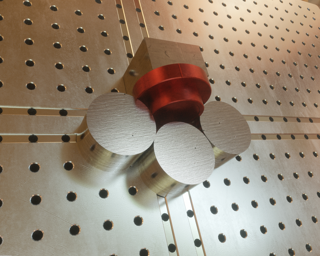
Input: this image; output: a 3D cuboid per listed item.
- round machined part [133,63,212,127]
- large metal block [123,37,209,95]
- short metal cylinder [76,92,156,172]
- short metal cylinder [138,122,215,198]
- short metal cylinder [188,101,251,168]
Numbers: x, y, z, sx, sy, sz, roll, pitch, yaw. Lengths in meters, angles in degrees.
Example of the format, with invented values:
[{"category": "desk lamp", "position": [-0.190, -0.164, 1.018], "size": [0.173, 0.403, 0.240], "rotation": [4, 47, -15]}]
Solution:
[{"category": "round machined part", "position": [0.017, -0.034, 0.389], "size": [0.099, 0.097, 0.042], "rotation": [2, 61, -28]}, {"category": "large metal block", "position": [0.005, -0.071, 0.418], "size": [0.081, 0.080, 0.050], "rotation": [1, 62, -28]}, {"category": "short metal cylinder", "position": [-0.051, 0.005, 0.362], "size": [0.081, 0.050, 0.080], "rotation": [14, 56, -21]}, {"category": "short metal cylinder", "position": [0.019, 0.039, 0.379], "size": [0.081, 0.050, 0.080], "rotation": [14, 56, -21]}, {"category": "short metal cylinder", "position": [0.077, 0.009, 0.428], "size": [0.081, 0.050, 0.080], "rotation": [14, 56, -21]}]
